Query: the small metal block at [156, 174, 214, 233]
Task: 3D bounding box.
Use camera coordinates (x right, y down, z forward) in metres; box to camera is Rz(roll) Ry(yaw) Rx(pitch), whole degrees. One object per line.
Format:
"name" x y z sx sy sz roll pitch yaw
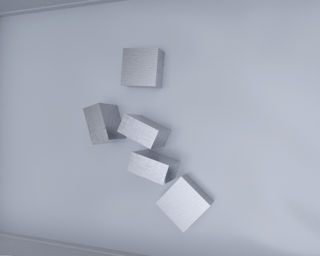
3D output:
"small metal block" 0.032 0.096 0.399 0.050 0.025 0.050 45 104 14

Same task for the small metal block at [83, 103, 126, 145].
"small metal block" -0.074 -0.005 0.423 0.025 0.050 0.050 -18 84 19

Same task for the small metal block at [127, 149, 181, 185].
"small metal block" -0.007 0.049 0.400 0.050 0.050 0.025 19 96 19

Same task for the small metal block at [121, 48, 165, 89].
"small metal block" -0.023 -0.081 0.419 0.050 0.025 0.050 5 92 20

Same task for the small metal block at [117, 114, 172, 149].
"small metal block" -0.019 0.004 0.404 0.050 0.050 0.025 27 99 18
